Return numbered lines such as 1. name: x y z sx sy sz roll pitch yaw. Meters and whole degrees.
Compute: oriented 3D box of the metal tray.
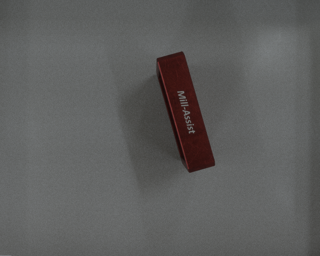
1. metal tray: 0.028 -0.017 0.376 0.030 0.090 0.129 -16 90 -1
